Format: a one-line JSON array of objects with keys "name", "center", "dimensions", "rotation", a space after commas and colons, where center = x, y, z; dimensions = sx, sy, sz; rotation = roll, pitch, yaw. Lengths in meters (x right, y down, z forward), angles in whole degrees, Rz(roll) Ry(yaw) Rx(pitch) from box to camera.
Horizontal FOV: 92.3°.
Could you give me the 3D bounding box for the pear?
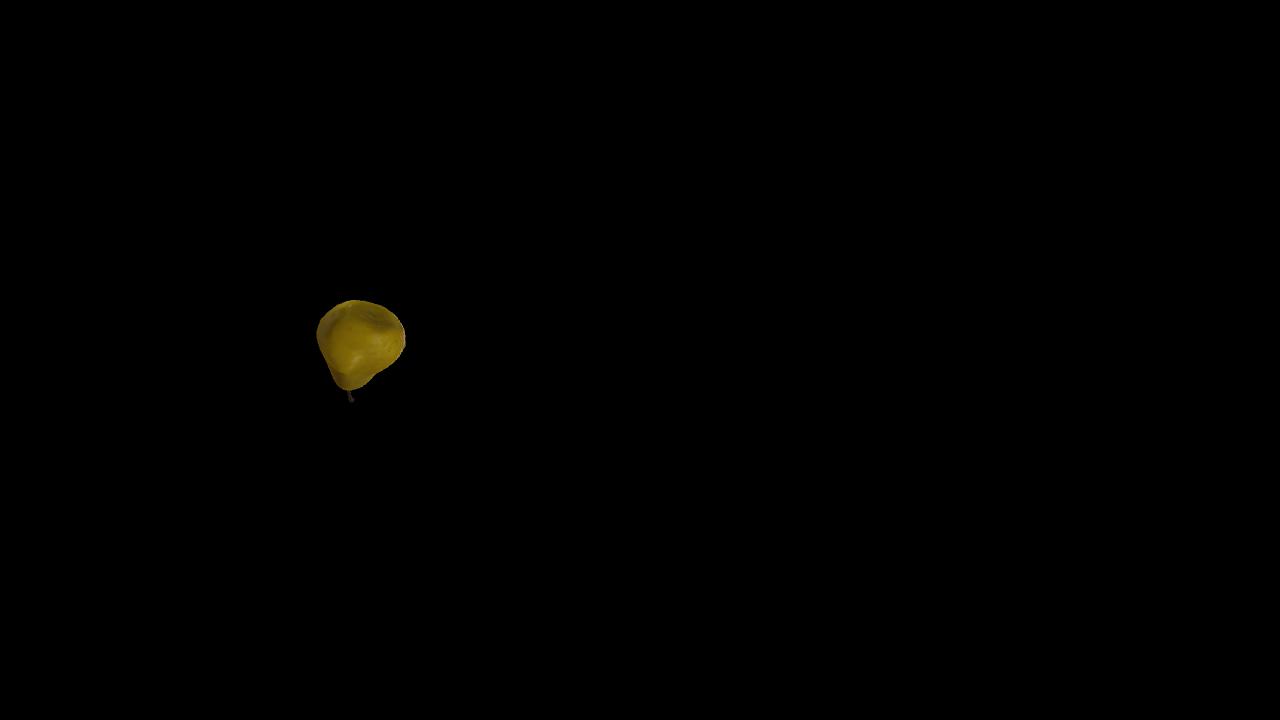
[{"name": "pear", "center": [-0.288, -0.005, 0.617], "dimensions": [0.080, 0.111, 0.080], "rotation": [32, 20, -13]}]
